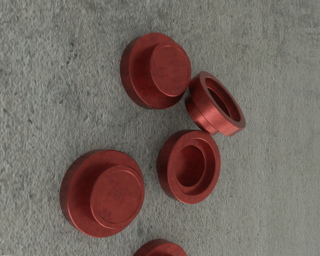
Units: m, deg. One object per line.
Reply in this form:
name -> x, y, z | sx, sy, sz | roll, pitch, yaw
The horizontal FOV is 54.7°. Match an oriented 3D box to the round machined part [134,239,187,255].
round machined part -> 0.005, 0.198, 0.398 | 0.099, 0.042, 0.097 | 0, 90, -40

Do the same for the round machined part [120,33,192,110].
round machined part -> 0.002, -0.073, 0.395 | 0.099, 0.042, 0.097 | 0, 90, -40

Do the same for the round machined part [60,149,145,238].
round machined part -> -0.056, 0.073, 0.346 | 0.099, 0.042, 0.097 | 0, 90, -40

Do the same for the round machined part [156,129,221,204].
round machined part -> 0.034, 0.050, 0.421 | 0.099, 0.042, 0.097 | -2, 93, -39

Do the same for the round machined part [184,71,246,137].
round machined part -> 0.072, -0.028, 0.434 | 0.098, 0.042, 0.098 | 36, 32, -27
